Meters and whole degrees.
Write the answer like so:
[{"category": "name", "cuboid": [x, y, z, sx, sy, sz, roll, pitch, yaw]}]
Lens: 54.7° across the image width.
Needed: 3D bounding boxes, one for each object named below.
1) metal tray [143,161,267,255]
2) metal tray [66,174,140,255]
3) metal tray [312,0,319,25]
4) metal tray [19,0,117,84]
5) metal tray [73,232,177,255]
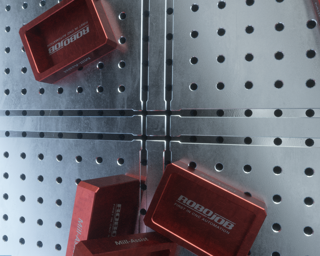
[{"category": "metal tray", "cuboid": [0.055, 0.109, 0.390, 0.130, 0.030, 0.089, 25, 98, 17]}, {"category": "metal tray", "cuboid": [-0.073, 0.130, 0.400, 0.030, 0.090, 0.129, 12, 94, 31]}, {"category": "metal tray", "cuboid": [0.222, -0.131, 0.332, 0.090, 0.030, 0.129, -16, 85, 19]}, {"category": "metal tray", "cuboid": [-0.137, -0.133, 0.456, 0.130, 0.030, 0.090, -24, 82, 18]}, {"category": "metal tray", "cuboid": [-0.045, 0.177, 0.372, 0.030, 0.131, 0.089, 21, 98, 48]}]
